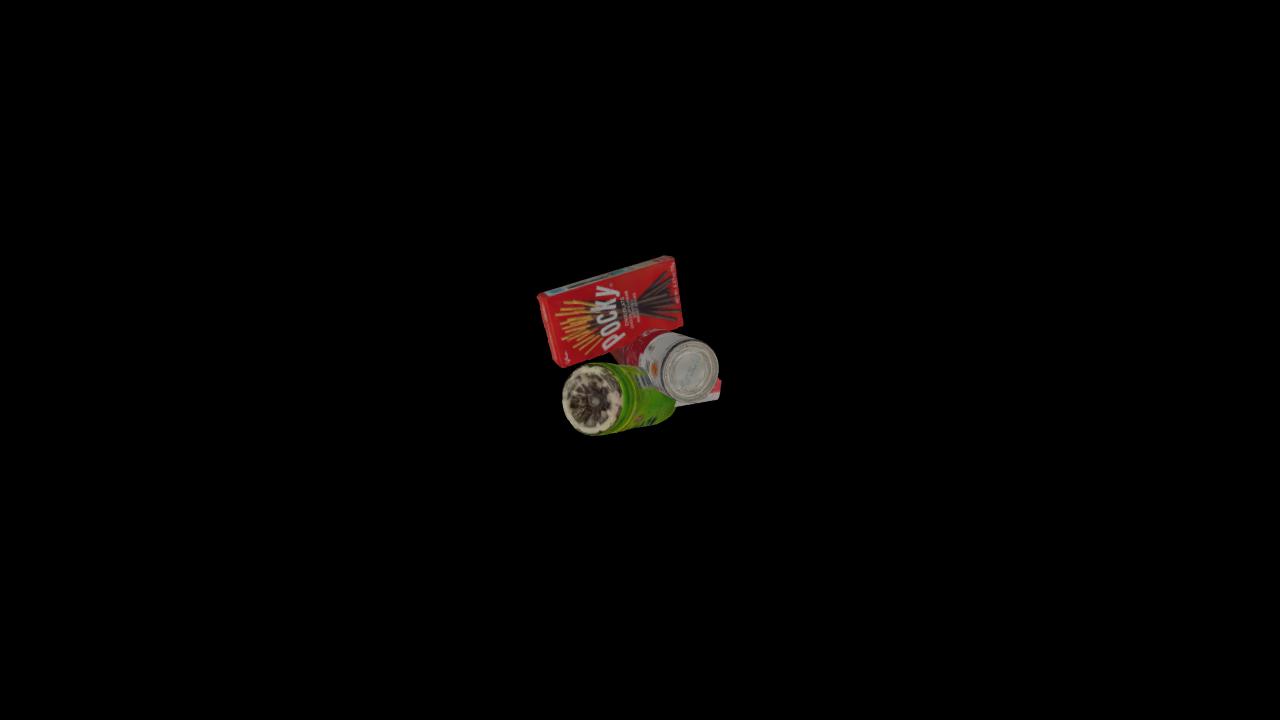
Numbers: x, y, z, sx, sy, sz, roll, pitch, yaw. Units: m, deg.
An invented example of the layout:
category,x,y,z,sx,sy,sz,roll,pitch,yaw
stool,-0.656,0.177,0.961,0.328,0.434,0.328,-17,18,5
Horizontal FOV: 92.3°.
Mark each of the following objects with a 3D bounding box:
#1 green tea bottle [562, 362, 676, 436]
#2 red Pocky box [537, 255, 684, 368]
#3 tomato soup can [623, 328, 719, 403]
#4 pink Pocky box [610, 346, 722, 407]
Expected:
category,x,y,z,sx,sy,sz,roll,pitch,yaw
green tea bottle,-0.003,0.039,0.665,0.073,0.073,0.212,0,-1,25
red Pocky box,-0.027,-0.053,0.667,0.155,0.083,0.028,-20,28,-20
tomato soup can,0.031,0.003,0.659,0.068,0.068,0.101,0,11,-24
pink Pocky box,0.025,0.005,0.749,0.084,0.029,0.155,-7,30,-22
